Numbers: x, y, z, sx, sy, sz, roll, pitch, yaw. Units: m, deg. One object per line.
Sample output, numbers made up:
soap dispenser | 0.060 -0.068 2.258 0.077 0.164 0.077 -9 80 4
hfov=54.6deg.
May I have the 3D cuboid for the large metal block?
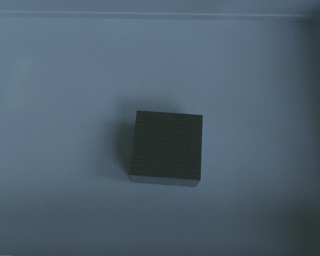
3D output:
large metal block | 0.009 0.027 0.387 0.080 0.050 0.080 4 70 1
